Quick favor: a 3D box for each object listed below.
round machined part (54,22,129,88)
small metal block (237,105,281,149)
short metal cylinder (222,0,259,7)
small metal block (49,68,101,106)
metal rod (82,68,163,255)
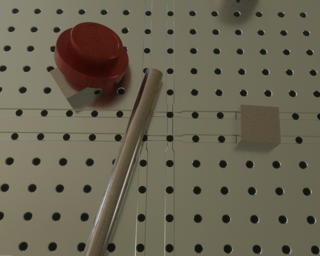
[{"bbox_3d":[-0.089,-0.104,0.419,0.099,0.042,0.098,14,52,-18],"label":"round machined part"},{"bbox_3d":[0.130,-0.002,0.413,0.050,0.025,0.050,4,70,1],"label":"small metal block"},{"bbox_3d":[0.130,-0.240,0.487,0.081,0.050,0.080,0,70,0],"label":"short metal cylinder"},{"bbox_3d":[-0.117,-0.067,0.435,0.050,0.025,0.050,-32,73,-11],"label":"small metal block"},{"bbox_3d":[-0.049,0.057,0.390,0.025,0.025,0.299,15,71,5],"label":"metal rod"}]
